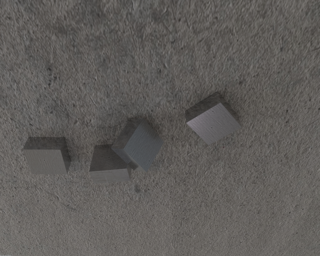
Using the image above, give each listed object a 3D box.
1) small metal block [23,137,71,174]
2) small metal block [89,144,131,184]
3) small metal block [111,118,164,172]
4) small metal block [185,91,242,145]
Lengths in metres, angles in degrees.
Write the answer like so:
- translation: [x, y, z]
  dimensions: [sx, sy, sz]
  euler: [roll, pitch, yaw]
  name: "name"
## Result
- translation: [-0.159, 0.040, 0.439]
  dimensions: [0.050, 0.025, 0.050]
  euler: [0, 130, -1]
  name: "small metal block"
- translation: [-0.066, 0.048, 0.431]
  dimensions: [0.050, 0.050, 0.025]
  euler: [-5, 130, 4]
  name: "small metal block"
- translation: [-0.028, 0.022, 0.406]
  dimensions: [0.025, 0.050, 0.050]
  euler: [0, 140, 44]
  name: "small metal block"
- translation: [0.068, -0.012, 0.398]
  dimensions: [0.050, 0.025, 0.050]
  euler: [-32, 124, 24]
  name: "small metal block"
